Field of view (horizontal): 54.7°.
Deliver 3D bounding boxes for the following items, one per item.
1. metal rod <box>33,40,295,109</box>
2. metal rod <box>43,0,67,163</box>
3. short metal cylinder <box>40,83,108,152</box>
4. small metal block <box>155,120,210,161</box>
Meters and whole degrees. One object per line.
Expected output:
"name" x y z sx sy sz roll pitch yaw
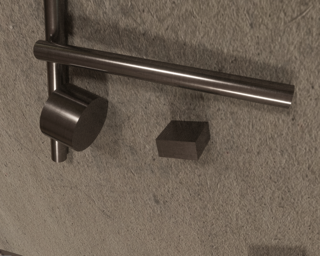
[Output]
"metal rod" -0.008 -0.065 0.352 0.301 0.025 0.025 13 124 14
"metal rod" -0.146 -0.069 0.438 0.025 0.025 0.298 22 127 14
"short metal cylinder" -0.115 -0.015 0.421 0.050 0.080 0.079 25 127 12
"small metal block" 0.030 0.014 0.383 0.050 0.050 0.025 3 120 26
